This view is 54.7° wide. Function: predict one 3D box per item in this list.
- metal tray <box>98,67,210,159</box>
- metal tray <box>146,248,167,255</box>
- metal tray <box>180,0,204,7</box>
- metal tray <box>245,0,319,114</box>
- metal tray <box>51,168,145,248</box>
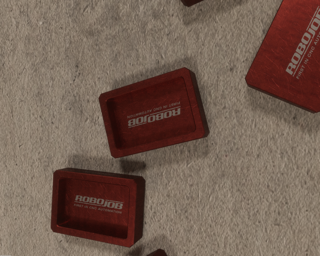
[{"bbox_3d":[-0.010,-0.017,0.408,0.130,0.030,0.090,-15,85,19],"label":"metal tray"},{"bbox_3d":[-0.003,0.240,0.407,0.090,0.030,0.130,-35,79,16],"label":"metal tray"},{"bbox_3d":[0.050,-0.232,0.387,0.090,0.030,0.129,-19,84,18],"label":"metal tray"},{"bbox_3d":[0.165,-0.092,0.348,0.090,0.030,0.129,27,99,17],"label":"metal tray"},{"bbox_3d":[-0.089,0.108,0.436,0.130,0.030,0.089,4,91,19],"label":"metal tray"}]
